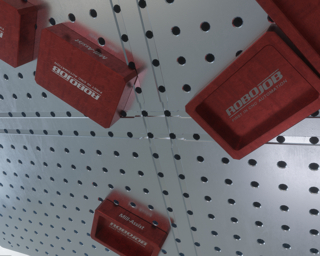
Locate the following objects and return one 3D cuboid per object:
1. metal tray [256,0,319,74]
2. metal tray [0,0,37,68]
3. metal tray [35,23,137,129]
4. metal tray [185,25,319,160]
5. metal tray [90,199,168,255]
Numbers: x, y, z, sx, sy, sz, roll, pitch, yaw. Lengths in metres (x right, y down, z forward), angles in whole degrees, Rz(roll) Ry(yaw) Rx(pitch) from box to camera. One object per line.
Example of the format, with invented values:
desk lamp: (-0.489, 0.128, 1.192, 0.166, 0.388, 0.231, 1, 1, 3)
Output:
metal tray: (0.157, -0.100, 0.263, 0.130, 0.030, 0.090, 47, 129, -5)
metal tray: (-0.240, -0.156, 0.440, 0.130, 0.030, 0.089, 31, 129, 8)
metal tray: (-0.104, -0.069, 0.421, 0.130, 0.030, 0.089, 33, 129, 6)
metal tray: (0.101, -0.032, 0.334, 0.090, 0.030, 0.129, 45, 129, -3)
metal tray: (-0.060, 0.195, 0.560, 0.130, 0.030, 0.089, 26, 128, 11)
